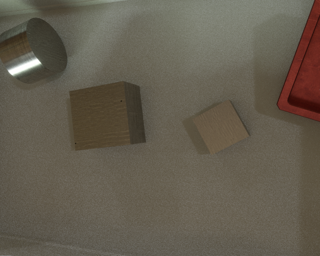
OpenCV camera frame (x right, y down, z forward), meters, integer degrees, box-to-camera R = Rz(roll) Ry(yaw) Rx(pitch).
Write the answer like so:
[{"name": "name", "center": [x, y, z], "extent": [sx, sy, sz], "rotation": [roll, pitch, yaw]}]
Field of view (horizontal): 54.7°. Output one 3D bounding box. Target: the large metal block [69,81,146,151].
[{"name": "large metal block", "center": [-0.070, -0.014, 0.421], "extent": [0.080, 0.050, 0.080], "rotation": [-7, 88, 19]}]

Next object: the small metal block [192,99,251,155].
[{"name": "small metal block", "center": [0.076, -0.001, 0.383], "extent": [0.050, 0.025, 0.050], "rotation": [-30, 81, 17]}]

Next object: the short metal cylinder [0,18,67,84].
[{"name": "short metal cylinder", "center": [-0.180, -0.109, 0.443], "extent": [0.050, 0.080, 0.080], "rotation": [-17, 85, 19]}]

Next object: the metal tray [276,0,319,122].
[{"name": "metal tray", "center": [0.186, -0.069, 0.317], "extent": [0.090, 0.030, 0.129], "rotation": [20, 119, 18]}]
